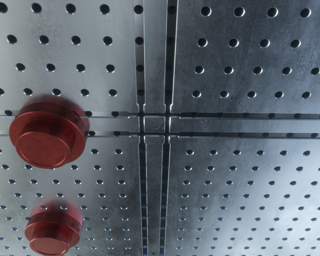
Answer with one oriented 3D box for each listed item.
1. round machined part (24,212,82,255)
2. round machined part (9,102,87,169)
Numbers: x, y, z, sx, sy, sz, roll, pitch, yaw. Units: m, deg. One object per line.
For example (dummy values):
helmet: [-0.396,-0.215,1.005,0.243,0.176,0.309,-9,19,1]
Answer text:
round machined part: [-0.198,0.200,0.568,0.099,0.042,0.097,-1,130,0]
round machined part: [-0.150,0.017,0.413,0.099,0.042,0.097,-1,130,0]
